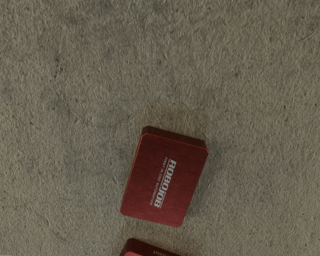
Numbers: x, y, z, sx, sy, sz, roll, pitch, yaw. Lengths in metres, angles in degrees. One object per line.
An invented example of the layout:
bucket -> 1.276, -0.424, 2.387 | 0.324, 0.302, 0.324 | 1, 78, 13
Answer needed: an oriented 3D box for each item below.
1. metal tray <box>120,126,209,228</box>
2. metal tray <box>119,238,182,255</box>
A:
metal tray -> 0.004, 0.070, 0.433 | 0.091, 0.030, 0.129 | 15, 109, -6
metal tray -> -0.008, 0.238, 0.494 | 0.131, 0.030, 0.089 | 23, 108, -9
